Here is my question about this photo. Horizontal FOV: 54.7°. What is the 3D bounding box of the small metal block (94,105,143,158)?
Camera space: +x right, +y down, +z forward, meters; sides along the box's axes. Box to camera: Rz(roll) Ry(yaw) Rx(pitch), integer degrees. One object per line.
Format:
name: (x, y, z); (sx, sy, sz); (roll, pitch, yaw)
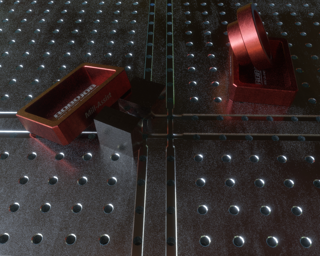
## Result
small metal block: (-0.051, 0.005, 0.387); (0.050, 0.050, 0.025); (20, 53, 16)

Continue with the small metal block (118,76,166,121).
small metal block: (-0.025, -0.043, 0.444); (0.050, 0.025, 0.050); (19, 53, 15)

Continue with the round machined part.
round machined part: (0.134, -0.132, 0.466); (0.042, 0.098, 0.098); (-17, 43, 29)

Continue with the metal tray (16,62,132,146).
metal tray: (-0.113, -0.039, 0.418); (0.090, 0.030, 0.131); (15, 49, 36)

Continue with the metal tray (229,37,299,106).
metal tray: (0.156, -0.094, 0.483); (0.090, 0.030, 0.130); (6, 50, 5)
